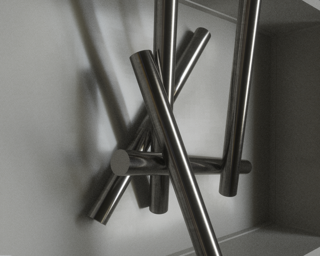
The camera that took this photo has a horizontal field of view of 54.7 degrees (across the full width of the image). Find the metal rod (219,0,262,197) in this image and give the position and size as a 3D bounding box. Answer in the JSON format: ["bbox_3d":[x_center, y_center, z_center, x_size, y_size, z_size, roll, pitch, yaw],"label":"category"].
[{"bbox_3d":[0.100,-0.050,0.385,0.025,0.025,0.298,-15,116,-39],"label":"metal rod"}]

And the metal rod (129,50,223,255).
[{"bbox_3d":[0.027,0.063,0.319,0.025,0.025,0.299,-15,84,-39],"label":"metal rod"}]

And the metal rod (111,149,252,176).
[{"bbox_3d":[0.054,0.049,0.410,0.302,0.025,0.025,11,83,-52],"label":"metal rod"}]

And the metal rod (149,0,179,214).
[{"bbox_3d":[0.003,-0.034,0.358,0.025,0.025,0.298,-14,115,-39],"label":"metal rod"}]

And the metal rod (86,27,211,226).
[{"bbox_3d":[-0.004,-0.018,0.402,0.025,0.025,0.300,44,64,-32],"label":"metal rod"}]
